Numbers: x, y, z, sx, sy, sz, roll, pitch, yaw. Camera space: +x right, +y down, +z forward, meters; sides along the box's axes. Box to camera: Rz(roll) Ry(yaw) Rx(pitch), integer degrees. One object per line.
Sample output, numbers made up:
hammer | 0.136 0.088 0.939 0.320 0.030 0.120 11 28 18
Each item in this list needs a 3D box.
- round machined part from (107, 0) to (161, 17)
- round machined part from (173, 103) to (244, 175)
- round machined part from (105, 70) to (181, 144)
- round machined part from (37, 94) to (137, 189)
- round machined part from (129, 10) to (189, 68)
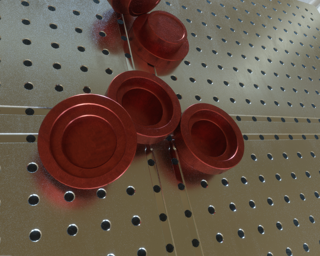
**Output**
round machined part | -0.032 -0.211 0.475 0.099 0.097 0.042 -27 77 -37
round machined part | 0.062 0.018 0.422 0.099 0.042 0.098 14 56 -21
round machined part | -0.026 -0.023 0.399 0.099 0.042 0.098 14 56 -21
round machined part | -0.075 0.016 0.332 0.099 0.042 0.098 1 79 -8
round machined part | 0.004 -0.146 0.490 0.099 0.042 0.098 14 56 -21
